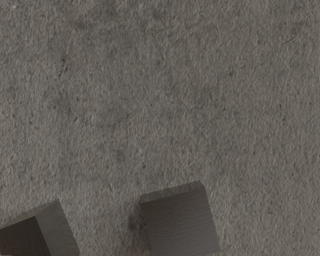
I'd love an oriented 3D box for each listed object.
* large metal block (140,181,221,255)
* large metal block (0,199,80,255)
[{"bbox_3d":[0.025,0.120,0.398,0.080,0.050,0.080,-14,90,-1],"label":"large metal block"},{"bbox_3d":[-0.146,0.142,0.381,0.050,0.080,0.080,-22,90,0],"label":"large metal block"}]
